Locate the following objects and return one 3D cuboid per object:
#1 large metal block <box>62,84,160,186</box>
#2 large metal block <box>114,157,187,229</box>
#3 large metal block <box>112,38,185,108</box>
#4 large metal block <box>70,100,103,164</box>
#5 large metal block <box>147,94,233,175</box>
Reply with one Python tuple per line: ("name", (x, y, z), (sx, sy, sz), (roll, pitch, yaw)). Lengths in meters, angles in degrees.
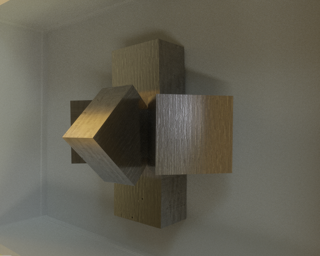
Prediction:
("large metal block", (-0.049, 0.008, 0.358), (0.050, 0.080, 0.080), (-1, 46, 39))
("large metal block", (-0.013, 0.075, 0.400), (0.080, 0.050, 0.080), (1, 91, 40))
("large metal block", (-0.016, -0.062, 0.398), (0.080, 0.050, 0.080), (-2, 89, 40))
("large metal block", (-0.085, 0.005, 0.430), (0.050, 0.080, 0.080), (-1, 90, 4))
("large metal block", (0.031, 0.006, 0.335), (0.050, 0.081, 0.079), (-174, 84, -78))
